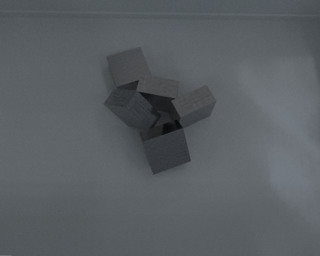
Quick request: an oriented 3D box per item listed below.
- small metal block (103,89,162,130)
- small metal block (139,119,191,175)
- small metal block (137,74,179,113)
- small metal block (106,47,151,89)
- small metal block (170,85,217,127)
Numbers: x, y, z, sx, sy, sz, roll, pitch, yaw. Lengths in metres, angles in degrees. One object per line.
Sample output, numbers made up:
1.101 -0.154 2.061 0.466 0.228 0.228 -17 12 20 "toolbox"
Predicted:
-0.035 -0.023 0.394 0.050 0.050 0.025 11 64 48 "small metal block"
0.006 0.024 0.386 0.050 0.050 0.025 -19 29 -7 "small metal block"
-0.003 -0.044 0.412 0.050 0.050 0.025 11 71 4 "small metal block"
-0.043 -0.081 0.439 0.050 0.025 0.050 -18 71 -7 "small metal block"
0.042 -0.025 0.406 0.050 0.050 0.025 -25 72 -9 "small metal block"
